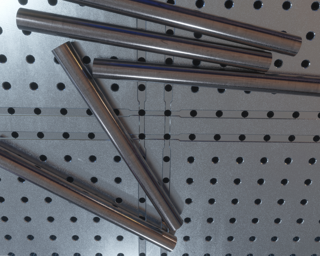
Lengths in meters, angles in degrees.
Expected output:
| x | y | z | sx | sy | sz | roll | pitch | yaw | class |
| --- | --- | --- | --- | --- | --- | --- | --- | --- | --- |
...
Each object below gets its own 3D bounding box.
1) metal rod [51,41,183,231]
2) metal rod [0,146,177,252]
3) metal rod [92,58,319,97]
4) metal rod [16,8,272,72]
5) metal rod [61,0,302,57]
| x | y | z | sx | sy | sz | roll | pitch | yaw | class |
| --- | --- | --- | --- | --- | --- | --- | --- | --- | --- |
| -0.048 | 0.023 | 0.421 | 0.025 | 0.025 | 0.299 | -28 | 108 | 9 | metal rod |
| -0.107 | 0.105 | 0.450 | 0.301 | 0.025 | 0.025 | 31 | 107 | -11 | metal rod |
| 0.069 | -0.063 | 0.391 | 0.302 | 0.025 | 0.025 | 5 | 110 | -2 | metal rod |
| -0.015 | -0.105 | 0.374 | 0.302 | 0.025 | 0.025 | 9 | 110 | -4 | metal rod |
| 0.019 | -0.131 | 0.365 | 0.302 | 0.025 | 0.025 | 12 | 110 | -5 | metal rod |
